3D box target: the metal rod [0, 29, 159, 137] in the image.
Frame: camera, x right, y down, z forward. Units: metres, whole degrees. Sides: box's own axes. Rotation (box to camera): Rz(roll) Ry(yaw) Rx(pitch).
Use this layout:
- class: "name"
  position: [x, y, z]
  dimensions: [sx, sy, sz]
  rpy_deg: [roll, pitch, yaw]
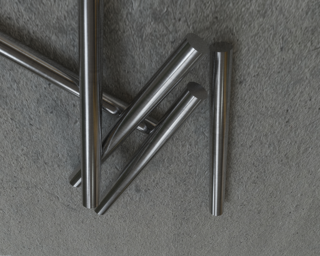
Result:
- class: "metal rod"
  position: [-0.111, -0.057, 0.356]
  dimensions: [0.301, 0.025, 0.025]
  rpy_deg: [29, 124, -23]

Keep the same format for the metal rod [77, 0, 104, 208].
- class: "metal rod"
  position: [-0.078, -0.027, 0.349]
  dimensions: [0.025, 0.025, 0.298]
  rpy_deg: [5, 120, -4]

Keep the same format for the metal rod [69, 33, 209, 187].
- class: "metal rod"
  position: [-0.047, 0.002, 0.375]
  dimensions: [0.025, 0.025, 0.298]
  rpy_deg: [26, 135, -21]

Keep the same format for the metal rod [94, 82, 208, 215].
- class: "metal rod"
  position: [-0.030, 0.048, 0.421]
  dimensions: [0.025, 0.025, 0.298]
  rpy_deg: [22, 135, -18]

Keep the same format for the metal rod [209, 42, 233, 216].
- class: "metal rod"
  position: [0.081, 0.026, 0.429]
  dimensions: [0.025, 0.025, 0.298]
  rpy_deg: [-5, 130, 4]
